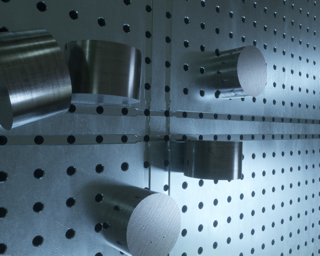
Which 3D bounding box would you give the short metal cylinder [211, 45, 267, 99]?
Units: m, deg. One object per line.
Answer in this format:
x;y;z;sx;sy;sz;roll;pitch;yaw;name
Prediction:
0.128;-0.088;0.500;0.081;0.050;0.079;0;90;-40;short metal cylinder

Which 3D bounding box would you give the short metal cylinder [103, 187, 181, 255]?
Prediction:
-0.021;0.115;0.375;0.081;0.050;0.079;0;90;-40;short metal cylinder

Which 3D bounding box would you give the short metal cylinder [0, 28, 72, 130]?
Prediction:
-0.121;-0.044;0.272;0.050;0.080;0.080;-23;105;-38;short metal cylinder

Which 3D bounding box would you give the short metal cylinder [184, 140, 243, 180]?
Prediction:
0.074;0.042;0.435;0.081;0.080;0.050;3;88;-40;short metal cylinder

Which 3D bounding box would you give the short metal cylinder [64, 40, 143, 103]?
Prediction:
-0.060;-0.055;0.323;0.081;0.080;0.050;4;87;-40;short metal cylinder
